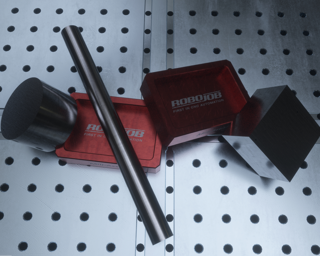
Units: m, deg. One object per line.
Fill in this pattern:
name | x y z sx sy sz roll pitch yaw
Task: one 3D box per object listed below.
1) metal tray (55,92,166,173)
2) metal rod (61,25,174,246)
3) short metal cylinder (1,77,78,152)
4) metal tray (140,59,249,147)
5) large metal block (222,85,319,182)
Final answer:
metal tray | -0.060 0.006 0.406 0.131 0.030 0.090 6 70 2
metal rod | -0.060 -0.006 0.381 0.025 0.025 0.299 -24 72 -8
short metal cylinder | -0.149 -0.016 0.384 0.080 0.050 0.080 -16 61 31
metal tray | 0.050 -0.036 0.402 0.131 0.030 0.090 -14 70 -23
large metal block | 0.138 0.006 0.378 0.080 0.050 0.080 45 74 -18
